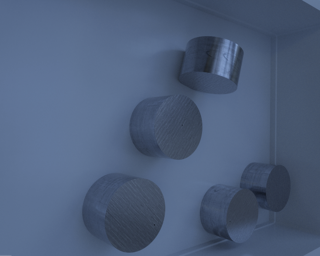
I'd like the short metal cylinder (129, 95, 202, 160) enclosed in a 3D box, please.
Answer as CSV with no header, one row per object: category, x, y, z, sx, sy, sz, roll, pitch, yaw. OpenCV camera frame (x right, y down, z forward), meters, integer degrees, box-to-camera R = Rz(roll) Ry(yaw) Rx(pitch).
short metal cylinder,0.008,-0.001,0.397,0.081,0.050,0.080,0,90,-40

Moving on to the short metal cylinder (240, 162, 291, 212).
short metal cylinder,0.187,0.103,0.547,0.081,0.050,0.080,0,90,-40

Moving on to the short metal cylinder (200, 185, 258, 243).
short metal cylinder,0.108,0.131,0.481,0.081,0.050,0.080,0,90,-40

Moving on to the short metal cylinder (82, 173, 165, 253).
short metal cylinder,-0.041,0.095,0.356,0.081,0.050,0.080,0,90,-40

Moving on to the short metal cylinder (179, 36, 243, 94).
short metal cylinder,0.071,-0.084,0.430,0.080,0.080,0.050,21,77,-38
